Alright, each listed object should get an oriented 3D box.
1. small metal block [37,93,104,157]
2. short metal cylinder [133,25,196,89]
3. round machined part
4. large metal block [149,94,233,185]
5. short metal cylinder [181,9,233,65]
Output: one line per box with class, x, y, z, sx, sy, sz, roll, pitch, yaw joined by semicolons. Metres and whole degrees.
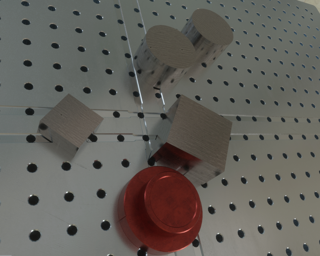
small metal block;-0.102;-0.004;0.356;0.050;0.025;0.050;36;51;-4
short metal cylinder;0.006;-0.105;0.462;0.081;0.050;0.080;14;56;-21
round machined part;0.006;0.088;0.349;0.099;0.042;0.098;14;56;-21
large metal block;0.042;0.016;0.407;0.080;0.050;0.080;28;52;-11
short metal cylinder;0.078;-0.156;0.532;0.081;0.050;0.080;14;56;-21
